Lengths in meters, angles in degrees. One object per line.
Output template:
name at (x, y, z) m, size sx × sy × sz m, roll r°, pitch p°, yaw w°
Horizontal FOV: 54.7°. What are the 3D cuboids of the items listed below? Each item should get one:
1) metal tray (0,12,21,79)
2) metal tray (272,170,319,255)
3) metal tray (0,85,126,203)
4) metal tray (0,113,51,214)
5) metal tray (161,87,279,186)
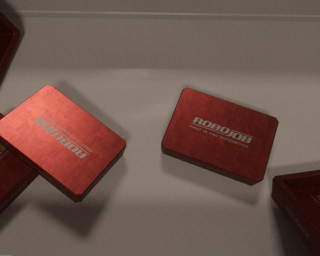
metal tray at (-0.247, -0.102, 0.406) m, size 0.030 × 0.090 × 0.130 m, roll 7°, pitch 69°, yaw 20°
metal tray at (0.189, 0.092, 0.330) m, size 0.091 × 0.130 × 0.030 m, roll -7°, pitch 113°, yaw -3°
metal tray at (-0.119, 0.016, 0.379) m, size 0.130 × 0.030 × 0.090 m, roll 36°, pitch 57°, yaw 5°
metal tray at (-0.215, 0.056, 0.384) m, size 0.090 × 0.030 × 0.130 m, roll 38°, pitch 74°, yaw 12°
metal tray at (0.077, 0.010, 0.404) m, size 0.131 × 0.030 × 0.090 m, roll 20°, pitch 71°, yaw 6°
